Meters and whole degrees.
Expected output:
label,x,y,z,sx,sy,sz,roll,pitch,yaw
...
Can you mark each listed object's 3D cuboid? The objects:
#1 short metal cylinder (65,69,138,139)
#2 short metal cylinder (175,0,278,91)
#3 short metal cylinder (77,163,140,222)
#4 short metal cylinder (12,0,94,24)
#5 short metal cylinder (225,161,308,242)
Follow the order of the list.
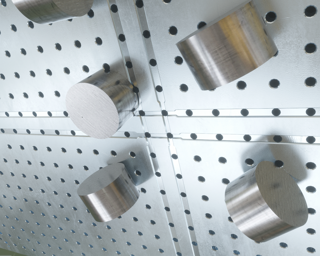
label,x,y,z,sx,sy,sz,roll,pitch,yaw
short metal cylinder,-0.077,-0.032,0.414,0.080,0.050,0.079,13,124,20
short metal cylinder,0.062,-0.078,0.294,0.080,0.080,0.050,-21,107,35
short metal cylinder,-0.078,0.097,0.475,0.080,0.080,0.050,-15,111,34
short metal cylinder,-0.118,-0.159,0.338,0.050,0.080,0.080,-1,118,28
short metal cylinder,0.124,0.086,0.363,0.080,0.080,0.050,42,129,-1
